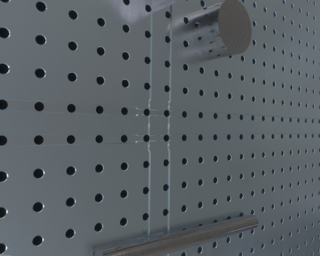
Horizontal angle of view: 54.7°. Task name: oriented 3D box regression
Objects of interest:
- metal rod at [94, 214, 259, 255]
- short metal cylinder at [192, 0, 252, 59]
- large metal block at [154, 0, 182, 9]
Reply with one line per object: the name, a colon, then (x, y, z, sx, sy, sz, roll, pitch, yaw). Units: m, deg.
metal rod: (0.047, 0.158, 0.448, 0.302, 0.025, 0.025, 3, 88, -40)
short metal cylinder: (0.095, -0.149, 0.472, 0.081, 0.050, 0.079, 0, 90, -40)
large metal block: (0.030, -0.210, 0.398, 0.050, 0.080, 0.080, 43, 64, -32)
